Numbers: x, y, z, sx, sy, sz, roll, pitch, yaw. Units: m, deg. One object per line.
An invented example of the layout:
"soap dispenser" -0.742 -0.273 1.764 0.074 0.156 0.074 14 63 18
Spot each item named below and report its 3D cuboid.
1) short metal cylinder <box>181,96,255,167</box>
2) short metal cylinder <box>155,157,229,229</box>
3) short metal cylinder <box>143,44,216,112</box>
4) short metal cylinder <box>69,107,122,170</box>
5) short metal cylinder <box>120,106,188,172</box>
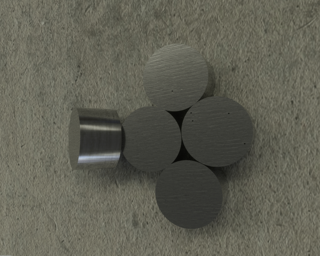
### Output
"short metal cylinder" 0.071 0.004 0.372 0.080 0.050 0.080 0 90 20
"short metal cylinder" 0.041 0.077 0.382 0.080 0.050 0.080 0 90 20
"short metal cylinder" 0.026 -0.060 0.388 0.080 0.050 0.080 0 90 20
"short metal cylinder" -0.087 0.014 0.406 0.080 0.050 0.080 -6 83 64
"short metal cylinder" -0.004 0.013 0.398 0.080 0.050 0.080 0 90 20
